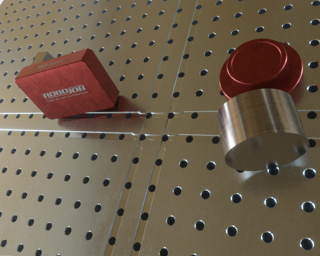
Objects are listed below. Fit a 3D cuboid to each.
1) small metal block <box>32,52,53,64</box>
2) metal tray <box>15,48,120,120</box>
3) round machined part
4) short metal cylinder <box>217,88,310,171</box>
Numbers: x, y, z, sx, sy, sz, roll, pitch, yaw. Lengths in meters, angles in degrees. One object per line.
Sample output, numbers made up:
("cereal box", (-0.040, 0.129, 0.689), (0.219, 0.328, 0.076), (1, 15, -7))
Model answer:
("small metal block", (-0.205, -0.101, 0.559), (0.025, 0.050, 0.050), (3, 63, 29))
("metal tray", (-0.140, -0.062, 0.473), (0.130, 0.090, 0.030), (-9, 45, 23))
("round machined part", (0.120, -0.069, 0.377), (0.098, 0.042, 0.098), (-13, 56, 20))
("short metal cylinder", (0.102, 0.005, 0.316), (0.080, 0.080, 0.050), (-16, 55, 18))
